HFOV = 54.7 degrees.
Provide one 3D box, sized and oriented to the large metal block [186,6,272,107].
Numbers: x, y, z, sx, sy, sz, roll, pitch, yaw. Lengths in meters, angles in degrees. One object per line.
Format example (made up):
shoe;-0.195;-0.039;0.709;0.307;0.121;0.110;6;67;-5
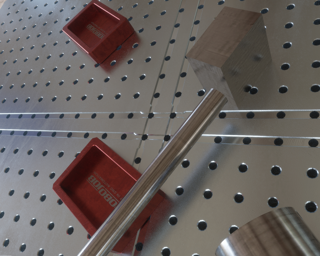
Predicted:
large metal block;0.088;-0.086;0.380;0.050;0.080;0.080;30;78;37

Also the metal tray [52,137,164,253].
metal tray;-0.069;0.079;0.392;0.130;0.030;0.090;33;80;38

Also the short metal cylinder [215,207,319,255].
short metal cylinder;0.094;0.110;0.256;0.080;0.080;0.050;-34;52;6

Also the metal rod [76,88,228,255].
metal rod;-0.026;0.078;0.334;0.025;0.025;0.300;33;80;38

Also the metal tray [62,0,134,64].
metal tray;-0.118;-0.184;0.579;0.090;0.030;0.130;-45;51;-3
